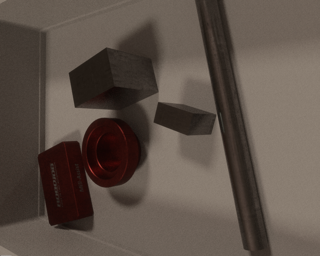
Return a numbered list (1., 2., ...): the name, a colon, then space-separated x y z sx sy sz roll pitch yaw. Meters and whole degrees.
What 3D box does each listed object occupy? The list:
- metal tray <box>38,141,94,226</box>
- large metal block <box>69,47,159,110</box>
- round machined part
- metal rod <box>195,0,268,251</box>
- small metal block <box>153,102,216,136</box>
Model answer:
1. metal tray: -0.167 0.096 0.538 0.090 0.030 0.129 -24 75 37
2. large metal block: -0.062 -0.062 0.420 0.080 0.081 0.050 -20 77 38
3. round machined part: -0.066 0.034 0.448 0.098 0.042 0.097 0 90 39
4. metal rod: 0.075 -0.022 0.343 0.025 0.025 0.298 -16 80 38
5. small metal block: 0.030 -0.011 0.364 0.050 0.050 0.025 22 104 37
